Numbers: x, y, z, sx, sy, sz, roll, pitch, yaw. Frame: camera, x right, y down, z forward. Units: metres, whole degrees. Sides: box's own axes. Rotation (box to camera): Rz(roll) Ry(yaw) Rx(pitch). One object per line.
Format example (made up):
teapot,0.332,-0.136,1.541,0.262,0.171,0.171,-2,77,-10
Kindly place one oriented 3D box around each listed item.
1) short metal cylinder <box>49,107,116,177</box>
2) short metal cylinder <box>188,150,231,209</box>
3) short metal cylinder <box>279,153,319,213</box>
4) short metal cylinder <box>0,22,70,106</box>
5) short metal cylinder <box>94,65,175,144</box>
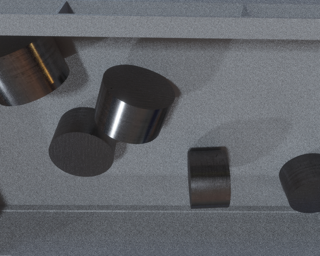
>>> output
short metal cylinder,-0.099,0.019,0.408,0.081,0.050,0.079,0,130,0
short metal cylinder,0.066,0.071,0.434,0.050,0.080,0.080,-3,130,2
short metal cylinder,0.228,0.084,0.466,0.081,0.050,0.079,0,130,0
short metal cylinder,-0.141,-0.066,0.315,0.080,0.080,0.050,-11,129,9
short metal cylinder,-0.029,-0.028,0.349,0.081,0.080,0.050,14,129,-12
